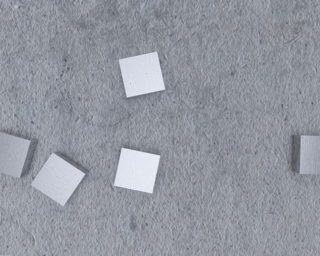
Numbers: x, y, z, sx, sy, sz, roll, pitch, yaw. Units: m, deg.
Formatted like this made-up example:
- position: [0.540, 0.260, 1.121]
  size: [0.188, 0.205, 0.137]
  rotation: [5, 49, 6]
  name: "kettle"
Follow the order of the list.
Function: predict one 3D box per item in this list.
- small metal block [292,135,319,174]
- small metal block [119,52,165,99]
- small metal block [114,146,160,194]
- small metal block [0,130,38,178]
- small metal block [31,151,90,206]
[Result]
- position: [0.206, 0.035, 0.411]
  size: [0.050, 0.025, 0.050]
  rotation: [2, 90, 0]
  name: "small metal block"
- position: [-0.023, -0.069, 0.410]
  size: [0.050, 0.025, 0.050]
  rotation: [-12, 90, 0]
  name: "small metal block"
- position: [-0.029, 0.055, 0.410]
  size: [0.050, 0.025, 0.050]
  rotation: [12, 90, 0]
  name: "small metal block"
- position: [-0.197, 0.033, 0.408]
  size: [0.050, 0.025, 0.050]
  rotation: [16, 90, 0]
  name: "small metal block"
- position: [-0.131, 0.066, 0.409]
  size: [0.050, 0.025, 0.050]
  rotation: [34, 90, 0]
  name: "small metal block"
